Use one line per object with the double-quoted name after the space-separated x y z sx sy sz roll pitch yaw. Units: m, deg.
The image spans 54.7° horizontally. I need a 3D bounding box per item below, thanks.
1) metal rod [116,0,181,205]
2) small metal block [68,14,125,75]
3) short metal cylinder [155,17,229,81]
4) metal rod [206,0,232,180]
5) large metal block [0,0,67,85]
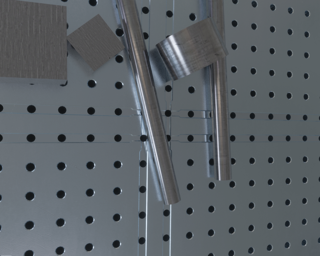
-0.017 -0.046 0.406 0.025 0.025 0.298 -15 95 -20 "metal rod"
-0.081 -0.103 0.383 0.050 0.025 0.050 -42 104 -15 "small metal block"
0.041 -0.100 0.399 0.080 0.080 0.050 -29 100 -18 "short metal cylinder"
0.083 -0.076 0.443 0.025 0.025 0.298 -3 91 -20 "metal rod"
-0.147 -0.092 0.345 0.081 0.050 0.079 -1 90 -20 "large metal block"
